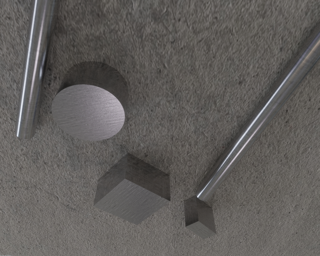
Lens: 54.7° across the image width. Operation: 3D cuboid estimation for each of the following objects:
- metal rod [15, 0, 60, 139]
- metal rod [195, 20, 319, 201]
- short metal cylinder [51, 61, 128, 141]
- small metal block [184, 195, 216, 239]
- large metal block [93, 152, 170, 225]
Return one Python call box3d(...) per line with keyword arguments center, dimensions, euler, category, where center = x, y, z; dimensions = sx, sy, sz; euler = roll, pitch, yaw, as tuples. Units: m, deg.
box3d(center=(-0.123, -0.100, 0.320), dimensions=(0.025, 0.025, 0.298), euler=(17, 128, -14), category="metal rod")
box3d(center=(0.122, 0.001, 0.409), dimensions=(0.025, 0.025, 0.298), euler=(16, 128, -14), category="metal rod")
box3d(center=(-0.080, -0.031, 0.364), dimensions=(0.081, 0.050, 0.079), euler=(0, 130, 0), category="short metal cylinder")
box3d(center=(0.067, 0.149, 0.519), dimensions=(0.025, 0.050, 0.050), euler=(-33, 123, 25), category="small metal block")
box3d(center=(-0.042, 0.094, 0.471), dimensions=(0.080, 0.050, 0.080), euler=(32, 123, -25), category="large metal block")
